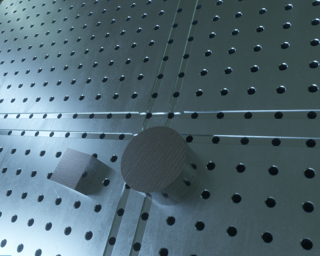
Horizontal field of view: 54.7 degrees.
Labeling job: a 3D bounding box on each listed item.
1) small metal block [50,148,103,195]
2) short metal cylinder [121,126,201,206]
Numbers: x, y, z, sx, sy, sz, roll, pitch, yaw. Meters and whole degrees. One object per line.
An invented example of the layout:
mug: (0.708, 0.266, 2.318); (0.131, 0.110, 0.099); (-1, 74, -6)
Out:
small metal block: (-0.117, 0.060, 0.431); (0.050, 0.025, 0.050); (12, 68, 32)
short metal cylinder: (0.002, 0.045, 0.363); (0.080, 0.050, 0.080); (-13, 56, 20)
